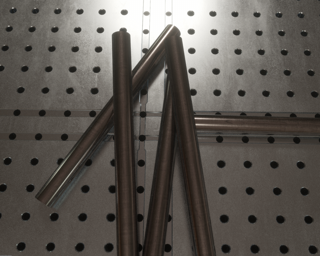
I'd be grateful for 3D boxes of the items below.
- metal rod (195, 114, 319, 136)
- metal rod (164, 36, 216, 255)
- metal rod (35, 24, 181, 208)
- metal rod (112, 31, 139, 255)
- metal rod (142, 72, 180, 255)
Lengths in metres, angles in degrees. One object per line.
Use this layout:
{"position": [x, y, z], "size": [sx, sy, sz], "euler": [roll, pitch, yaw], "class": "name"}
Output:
{"position": [0.193, -0.002, 0.414], "size": [0.302, 0.025, 0.025], "euler": [2, 70, 0], "class": "metal rod"}
{"position": [0.036, 0.025, 0.385], "size": [0.025, 0.025, 0.299], "euler": [-7, 77, -3], "class": "metal rod"}
{"position": [-0.061, -0.028, 0.421], "size": [0.025, 0.025, 0.300], "euler": [31, 73, 10], "class": "metal rod"}
{"position": [-0.044, 0.020, 0.385], "size": [0.025, 0.025, 0.299], "euler": [-3, 77, -2], "class": "metal rod"}
{"position": [0.005, 0.055, 0.391], "size": [0.025, 0.025, 0.299], "euler": [7, 70, 2], "class": "metal rod"}
